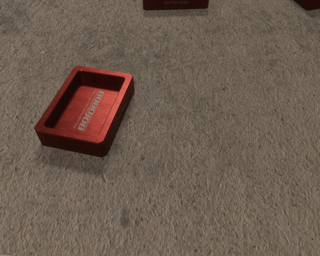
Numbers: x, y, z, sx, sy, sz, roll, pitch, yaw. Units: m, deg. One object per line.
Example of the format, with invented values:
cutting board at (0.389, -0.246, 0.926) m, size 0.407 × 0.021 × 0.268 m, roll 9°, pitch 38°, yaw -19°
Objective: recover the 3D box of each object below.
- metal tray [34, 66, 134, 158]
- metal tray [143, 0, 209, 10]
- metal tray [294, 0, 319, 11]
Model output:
metal tray at (-0.096, -0.028, 0.421) m, size 0.090 × 0.030 × 0.130 m, roll 11°, pitch 51°, yaw 8°
metal tray at (0.029, -0.280, 0.636) m, size 0.131 × 0.030 × 0.090 m, roll -3°, pitch 50°, yaw -3°
metal tray at (0.341, -0.292, 0.649) m, size 0.131 × 0.030 × 0.090 m, roll -14°, pitch 52°, yaw -13°
